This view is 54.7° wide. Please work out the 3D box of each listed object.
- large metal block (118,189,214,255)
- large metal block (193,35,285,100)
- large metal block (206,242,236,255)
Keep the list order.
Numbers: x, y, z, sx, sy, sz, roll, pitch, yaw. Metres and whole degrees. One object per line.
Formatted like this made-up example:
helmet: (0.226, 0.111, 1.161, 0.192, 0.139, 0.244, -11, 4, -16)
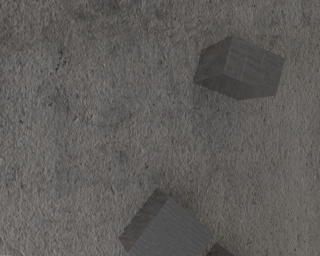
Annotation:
large metal block: (0.008, 0.139, 0.399, 0.080, 0.050, 0.080, 42, 77, -15)
large metal block: (0.103, -0.076, 0.418, 0.081, 0.080, 0.050, 17, 84, -19)
large metal block: (0.090, 0.224, 0.429, 0.080, 0.050, 0.080, -46, 105, -14)
